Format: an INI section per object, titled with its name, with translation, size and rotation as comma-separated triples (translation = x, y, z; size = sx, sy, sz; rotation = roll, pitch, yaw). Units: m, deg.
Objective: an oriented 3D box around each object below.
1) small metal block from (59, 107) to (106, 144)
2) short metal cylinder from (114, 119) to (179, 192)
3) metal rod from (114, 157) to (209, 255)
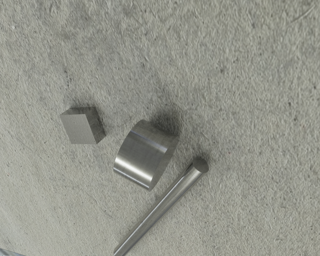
[small metal block]
translation = -0.116, -0.003, 0.466
size = 0.050, 0.025, 0.050
rotation = -1, 118, 28
[short metal cylinder]
translation = -0.017, 0.035, 0.402
size = 0.050, 0.080, 0.079
rotation = 27, 128, 11
[metal rod]
translation = -0.012, 0.144, 0.502
size = 0.025, 0.025, 0.298
rotation = 37, 129, 3
